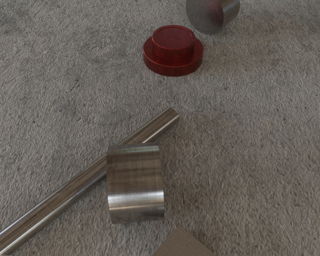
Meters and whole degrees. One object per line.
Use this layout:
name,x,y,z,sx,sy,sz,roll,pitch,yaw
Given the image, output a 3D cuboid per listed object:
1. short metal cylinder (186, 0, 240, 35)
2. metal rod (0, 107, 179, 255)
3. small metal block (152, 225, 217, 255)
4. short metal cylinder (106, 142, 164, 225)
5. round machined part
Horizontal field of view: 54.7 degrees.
short metal cylinder,0.093,-0.214,0.548,0.080,0.080,0.050,34,58,25
metal rod,-0.089,0.064,0.348,0.025,0.025,0.302,37,59,27
small metal block,0.021,0.131,0.293,0.050,0.025,0.050,34,58,25
short metal cylinder,-0.025,0.056,0.320,0.050,0.080,0.080,-4,50,-3
round machined part,0.022,-0.131,0.502,0.099,0.042,0.098,0,50,0
